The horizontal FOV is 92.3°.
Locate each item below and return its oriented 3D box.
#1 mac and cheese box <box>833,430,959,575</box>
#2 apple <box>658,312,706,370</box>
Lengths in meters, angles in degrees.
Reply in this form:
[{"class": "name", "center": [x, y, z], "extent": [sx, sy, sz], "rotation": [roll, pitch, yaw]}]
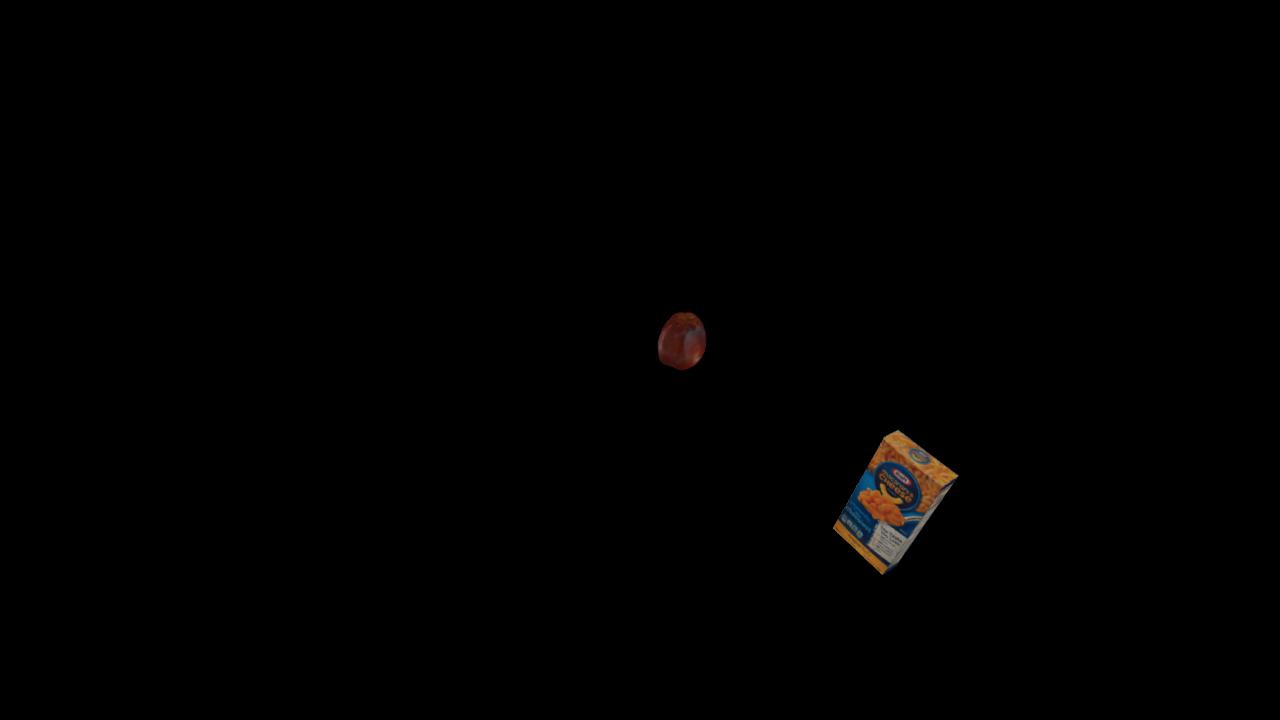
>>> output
[{"class": "mac and cheese box", "center": [0.331, 0.191, 0.814], "extent": [0.041, 0.184, 0.093], "rotation": [-16, 44, -32]}, {"class": "apple", "center": [0.066, -0.029, 0.949], "extent": [0.079, 0.093, 0.079], "rotation": [4, 41, -4]}]
